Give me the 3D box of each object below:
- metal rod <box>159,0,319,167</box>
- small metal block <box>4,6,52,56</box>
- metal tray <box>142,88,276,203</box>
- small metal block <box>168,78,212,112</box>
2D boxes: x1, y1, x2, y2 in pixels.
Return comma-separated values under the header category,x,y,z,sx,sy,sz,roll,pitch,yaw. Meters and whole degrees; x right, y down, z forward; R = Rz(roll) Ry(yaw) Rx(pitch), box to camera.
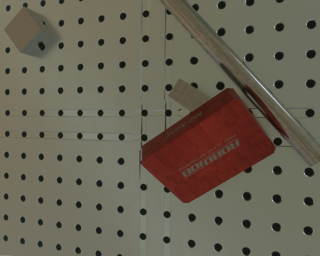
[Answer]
category,x,y,z,sx,sy,sz,roll,pitch,yaw
metal rod,0.088,-0.078,0.381,0.025,0.025,0.300,-42,77,15
small metal block,-0.206,-0.150,0.483,0.050,0.025,0.050,-41,77,15
metal tray,0.055,0.025,0.363,0.130,0.030,0.090,-35,118,16
small metal block,0.044,-0.034,0.383,0.050,0.050,0.025,36,102,16
